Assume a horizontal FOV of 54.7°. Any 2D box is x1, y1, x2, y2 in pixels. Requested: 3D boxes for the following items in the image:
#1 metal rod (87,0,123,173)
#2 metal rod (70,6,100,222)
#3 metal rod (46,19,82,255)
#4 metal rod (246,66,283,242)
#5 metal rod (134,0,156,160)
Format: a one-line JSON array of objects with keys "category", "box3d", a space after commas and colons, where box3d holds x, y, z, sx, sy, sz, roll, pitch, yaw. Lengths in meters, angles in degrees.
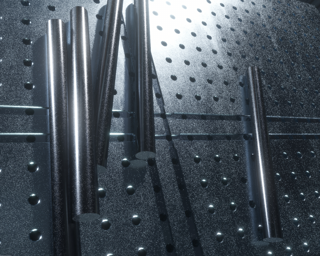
[{"category": "metal rod", "box3d": [-0.072, -0.082, 0.420, 0.025, 0.025, 0.299, 14, 56, -21]}, {"category": "metal rod", "box3d": [-0.093, -0.041, 0.368, 0.025, 0.025, 0.299, 6, 54, -25]}, {"category": "metal rod", "box3d": [-0.112, -0.006, 0.351, 0.025, 0.025, 0.299, 3, 60, -27]}, {"category": "metal rod", "box3d": [0.158, 0.020, 0.483, 0.025, 0.025, 0.300, 18, 55, -18]}, {"category": "metal rod", "box3d": [-0.025, -0.096, 0.454, 0.025, 0.025, 0.299, 11, 57, -23]}]
